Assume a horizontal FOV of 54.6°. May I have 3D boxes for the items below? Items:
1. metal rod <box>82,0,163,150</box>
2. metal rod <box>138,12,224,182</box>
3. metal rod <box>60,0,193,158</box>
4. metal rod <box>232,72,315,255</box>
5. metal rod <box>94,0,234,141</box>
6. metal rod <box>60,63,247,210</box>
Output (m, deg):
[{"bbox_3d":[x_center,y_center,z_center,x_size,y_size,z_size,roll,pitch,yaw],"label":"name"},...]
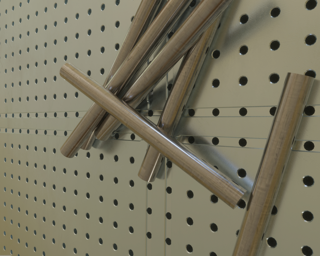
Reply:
[{"bbox_3d":[-0.058,-0.090,0.458,0.025,0.025,0.298,44,117,31],"label":"metal rod"},{"bbox_3d":[0.034,-0.066,0.382,0.025,0.025,0.298,34,111,35],"label":"metal rod"},{"bbox_3d":[-0.057,-0.066,0.438,0.299,0.025,0.025,-49,61,22],"label":"metal rod"},{"bbox_3d":[0.102,0.092,0.325,0.025,0.025,0.298,22,104,38],"label":"metal rod"},{"bbox_3d":[-0.007,-0.069,0.392,0.299,0.025,0.025,-43,64,39],"label":"metal rod"},{"bbox_3d":[-0.025,-0.003,0.392,0.300,0.025,0.025,36,113,24],"label":"metal rod"}]
